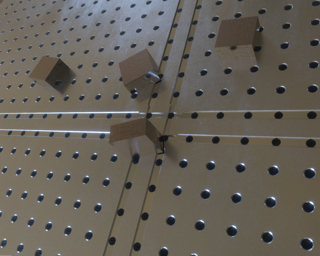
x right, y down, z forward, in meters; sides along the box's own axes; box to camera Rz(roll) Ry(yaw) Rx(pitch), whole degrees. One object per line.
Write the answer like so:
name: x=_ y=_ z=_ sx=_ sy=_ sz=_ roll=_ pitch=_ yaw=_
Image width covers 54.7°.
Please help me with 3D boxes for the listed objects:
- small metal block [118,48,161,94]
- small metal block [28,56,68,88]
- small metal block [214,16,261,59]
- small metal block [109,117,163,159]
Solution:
small metal block: x=-0.032 y=-0.087 z=0.477 sx=0.050 sy=0.025 sz=0.050 roll=-26 pitch=53 yaw=12
small metal block: x=-0.209 y=-0.105 z=0.579 sx=0.050 sy=0.025 sz=0.050 roll=15 pitch=69 yaw=33
small metal block: x=0.108 y=-0.124 z=0.427 sx=0.050 sy=0.025 sz=0.050 roll=3 pitch=63 yaw=29
small metal block: x=-0.029 y=0.014 z=0.397 sx=0.050 sy=0.050 sz=0.025 roll=-13 pitch=57 yaw=21
